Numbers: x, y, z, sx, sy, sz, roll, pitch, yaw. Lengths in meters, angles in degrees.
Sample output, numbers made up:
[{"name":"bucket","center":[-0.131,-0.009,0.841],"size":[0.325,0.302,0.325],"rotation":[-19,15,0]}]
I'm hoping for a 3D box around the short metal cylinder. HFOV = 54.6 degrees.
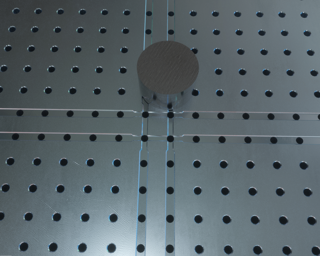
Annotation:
[{"name":"short metal cylinder","center":[0.010,-0.071,0.425],"size":[0.080,0.050,0.080],"rotation":[0,70,0]}]
